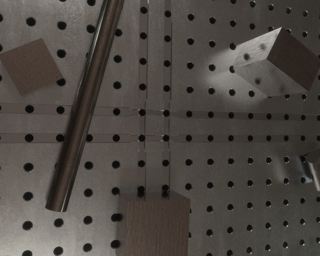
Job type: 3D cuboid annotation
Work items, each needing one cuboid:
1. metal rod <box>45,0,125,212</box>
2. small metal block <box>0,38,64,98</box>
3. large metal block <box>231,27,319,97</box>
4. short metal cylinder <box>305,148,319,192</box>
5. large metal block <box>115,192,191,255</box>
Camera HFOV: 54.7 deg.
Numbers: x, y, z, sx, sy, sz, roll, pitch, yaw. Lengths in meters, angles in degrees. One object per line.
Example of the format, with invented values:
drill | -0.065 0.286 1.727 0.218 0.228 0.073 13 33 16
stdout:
metal rod | -0.087 -0.048 0.380 0.025 0.025 0.299 16 85 -20
small metal block | -0.148 -0.069 0.358 0.050 0.025 0.050 -29 100 -18
large metal block | 0.165 -0.090 0.446 0.080 0.080 0.050 31 80 -18
short metal cylinder | 0.280 0.063 0.489 0.081 0.080 0.050 -23 98 -19
large metal block | -0.010 0.127 0.397 0.081 0.050 0.079 3 89 -20
